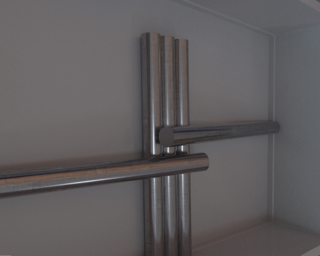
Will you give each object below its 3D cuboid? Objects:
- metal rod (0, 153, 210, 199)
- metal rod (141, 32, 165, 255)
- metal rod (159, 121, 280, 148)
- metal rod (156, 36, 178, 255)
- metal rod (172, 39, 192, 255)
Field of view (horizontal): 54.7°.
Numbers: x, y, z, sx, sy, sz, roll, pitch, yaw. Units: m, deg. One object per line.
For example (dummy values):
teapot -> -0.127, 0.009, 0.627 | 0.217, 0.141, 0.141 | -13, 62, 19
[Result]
metal rod -> -0.067, 0.049, 0.329 | 0.303, 0.025, 0.025 | -2, 91, -34
metal rod -> -0.009, 0.030, 0.399 | 0.025, 0.025, 0.298 | -2, 91, -40
metal rod -> 0.112, 0.005, 0.479 | 0.302, 0.025, 0.025 | -3, 92, -46
metal rod -> 0.010, 0.029, 0.415 | 0.025, 0.025, 0.298 | -2, 91, -40
metal rod -> 0.030, 0.028, 0.432 | 0.025, 0.025, 0.298 | -2, 91, -40
